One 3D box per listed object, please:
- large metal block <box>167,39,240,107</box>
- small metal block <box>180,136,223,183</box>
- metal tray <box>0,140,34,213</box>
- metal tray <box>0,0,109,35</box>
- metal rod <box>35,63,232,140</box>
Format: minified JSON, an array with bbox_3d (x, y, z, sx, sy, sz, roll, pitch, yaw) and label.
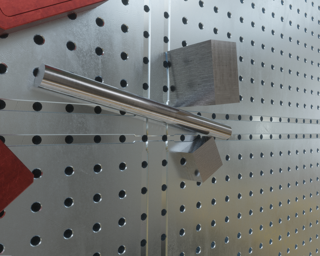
[{"bbox_3d":[0.058,-0.071,0.424,0.050,0.080,0.079,-8,96,-40],"label":"large metal block"},{"bbox_3d":[0.063,0.046,0.465,0.050,0.025,0.050,-34,111,-35],"label":"small metal block"},{"bbox_3d":[-0.183,0.027,0.253,0.090,0.030,0.130,-48,119,-30],"label":"metal tray"},{"bbox_3d":[-0.121,-0.154,0.305,0.131,0.030,0.090,-35,112,-35],"label":"metal tray"},{"bbox_3d":[-0.007,-0.023,0.405,0.302,0.025,0.025,15,81,-39],"label":"metal rod"}]
